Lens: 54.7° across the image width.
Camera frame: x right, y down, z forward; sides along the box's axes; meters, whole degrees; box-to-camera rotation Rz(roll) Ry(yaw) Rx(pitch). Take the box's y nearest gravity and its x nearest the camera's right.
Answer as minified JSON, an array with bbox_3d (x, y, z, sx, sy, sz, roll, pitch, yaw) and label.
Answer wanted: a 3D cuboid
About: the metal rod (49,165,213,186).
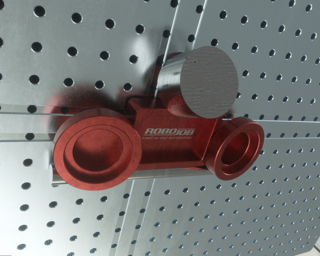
[{"bbox_3d":[0.001,0.059,0.444,0.303,0.025,0.025,1,118,-29],"label":"metal rod"}]

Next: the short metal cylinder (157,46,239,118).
[{"bbox_3d":[0.044,-0.051,0.364,0.081,0.050,0.079,-1,93,-29],"label":"short metal cylinder"}]

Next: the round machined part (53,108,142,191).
[{"bbox_3d":[-0.074,0.022,0.362,0.099,0.042,0.097,-8,118,-16],"label":"round machined part"}]

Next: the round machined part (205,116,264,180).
[{"bbox_3d":[0.105,0.026,0.463,0.099,0.042,0.097,-19,127,-27],"label":"round machined part"}]

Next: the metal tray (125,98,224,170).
[{"bbox_3d":[0.014,0.009,0.416,0.131,0.030,0.089,0,119,-29],"label":"metal tray"}]
